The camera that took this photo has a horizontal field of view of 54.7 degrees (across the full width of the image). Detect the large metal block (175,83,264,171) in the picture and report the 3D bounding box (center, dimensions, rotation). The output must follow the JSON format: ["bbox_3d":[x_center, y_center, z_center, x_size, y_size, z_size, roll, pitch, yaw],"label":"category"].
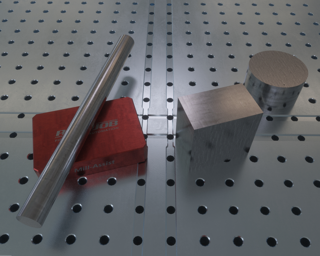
[{"bbox_3d":[0.066,0.000,0.372,0.081,0.080,0.050,-14,52,-11],"label":"large metal block"}]

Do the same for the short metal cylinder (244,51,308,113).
[{"bbox_3d":[0.164,-0.068,0.449,0.081,0.050,0.080,0,50,0],"label":"short metal cylinder"}]

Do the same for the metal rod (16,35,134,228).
[{"bbox_3d":[-0.087,-0.023,0.385,0.025,0.025,0.300,11,51,9],"label":"metal rod"}]

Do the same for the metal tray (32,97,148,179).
[{"bbox_3d":[-0.090,0.012,0.394,0.131,0.030,0.090,-12,51,-10],"label":"metal tray"}]
